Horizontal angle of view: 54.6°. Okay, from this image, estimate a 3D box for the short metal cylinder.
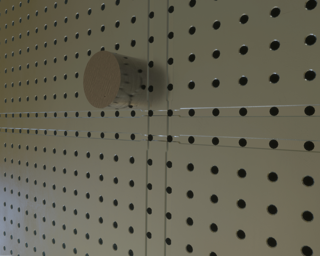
[{"bbox_3d":[-0.066,-0.067,0.449,0.080,0.050,0.080,0,90,40],"label":"short metal cylinder"}]
